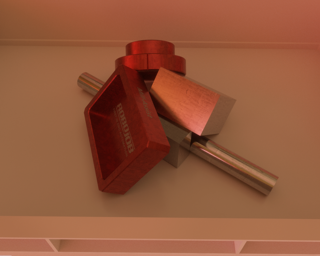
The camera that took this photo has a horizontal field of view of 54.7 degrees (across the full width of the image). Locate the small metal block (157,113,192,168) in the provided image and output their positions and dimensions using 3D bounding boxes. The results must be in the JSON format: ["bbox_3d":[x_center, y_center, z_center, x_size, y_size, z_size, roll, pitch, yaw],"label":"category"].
[{"bbox_3d":[0.009,0.014,0.375,0.050,0.050,0.025,31,57,23],"label":"small metal block"}]

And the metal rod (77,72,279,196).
[{"bbox_3d":[0.007,-0.003,0.405,0.300,0.025,0.025,30,56,22],"label":"metal rod"}]

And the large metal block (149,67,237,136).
[{"bbox_3d":[0.040,-0.032,0.389,0.080,0.050,0.080,30,13,22],"label":"large metal block"}]

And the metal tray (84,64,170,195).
[{"bbox_3d":[-0.045,0.000,0.363,0.030,0.090,0.130,19,37,-40],"label":"metal tray"}]

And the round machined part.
[{"bbox_3d":[-0.013,-0.094,0.432,0.099,0.098,0.042,-1,91,-2],"label":"round machined part"}]
